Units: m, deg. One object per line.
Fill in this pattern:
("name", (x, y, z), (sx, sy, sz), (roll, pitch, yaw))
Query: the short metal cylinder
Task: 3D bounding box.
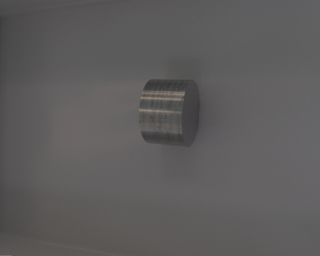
("short metal cylinder", (0.014, -0.019, 0.377), (0.050, 0.080, 0.080), (4, 92, 20))
